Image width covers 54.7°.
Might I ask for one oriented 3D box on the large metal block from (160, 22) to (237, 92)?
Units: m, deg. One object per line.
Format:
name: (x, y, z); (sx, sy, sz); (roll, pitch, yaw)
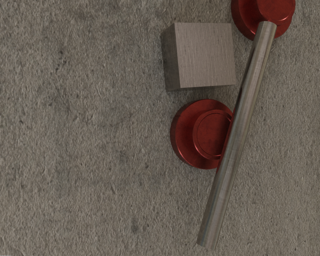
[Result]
large metal block: (0.050, -0.093, 0.414); (0.081, 0.050, 0.079); (-6, 92, -20)

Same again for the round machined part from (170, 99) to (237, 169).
round machined part: (0.067, 0.008, 0.425); (0.099, 0.042, 0.097); (0, 90, -20)

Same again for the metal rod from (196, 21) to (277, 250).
metal rod: (0.101, 0.004, 0.401); (0.025, 0.025, 0.299); (19, 83, -19)

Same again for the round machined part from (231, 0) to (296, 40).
round machined part: (0.159, -0.181, 0.458); (0.099, 0.042, 0.097); (0, 90, -20)
